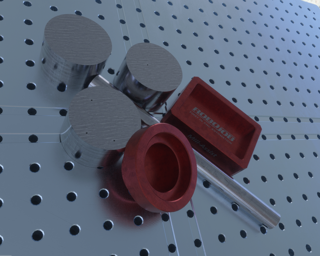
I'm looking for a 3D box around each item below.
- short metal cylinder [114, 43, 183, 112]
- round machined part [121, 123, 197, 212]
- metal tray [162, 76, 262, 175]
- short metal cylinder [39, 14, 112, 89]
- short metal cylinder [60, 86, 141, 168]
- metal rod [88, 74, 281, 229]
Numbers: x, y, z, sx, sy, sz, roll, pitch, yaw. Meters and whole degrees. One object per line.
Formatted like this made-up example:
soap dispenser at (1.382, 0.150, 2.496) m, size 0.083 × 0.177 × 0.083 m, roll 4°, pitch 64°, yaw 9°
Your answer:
short metal cylinder at (-0.017, -0.069, 0.424) m, size 0.081 × 0.050 × 0.080 m, roll 14°, pitch 56°, yaw -21°
round machined part at (-0.004, 0.046, 0.353) m, size 0.099 × 0.042 × 0.098 m, roll 17°, pitch 66°, yaw -43°
metal tray at (0.078, -0.005, 0.449) m, size 0.130 × 0.030 × 0.090 m, roll 38°, pitch 52°, yaw -3°
short metal cylinder at (-0.107, -0.096, 0.393) m, size 0.081 × 0.050 × 0.080 m, roll 14°, pitch 56°, yaw -21°
short metal cylinder at (-0.068, -0.001, 0.355) m, size 0.081 × 0.050 × 0.080 m, roll 14°, pitch 56°, yaw -21°
metal rod at (0.033, 0.033, 0.406) m, size 0.300 × 0.025 × 0.025 m, roll 38°, pitch 51°, yaw -3°
